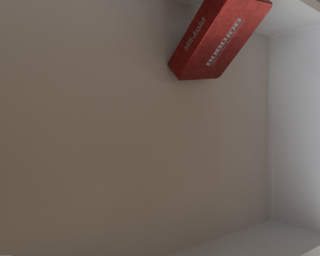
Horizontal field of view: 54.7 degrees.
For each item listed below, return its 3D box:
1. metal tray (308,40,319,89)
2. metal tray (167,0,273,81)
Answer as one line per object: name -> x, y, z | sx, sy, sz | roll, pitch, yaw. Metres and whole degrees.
metal tray -> 0.411, -0.142, 0.756 | 0.130, 0.030, 0.090 | 45, 63, -31
metal tray -> 0.077, -0.122, 0.412 | 0.091, 0.129, 0.030 | -10, 57, -40
